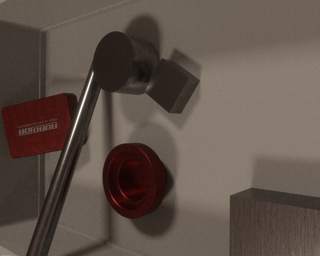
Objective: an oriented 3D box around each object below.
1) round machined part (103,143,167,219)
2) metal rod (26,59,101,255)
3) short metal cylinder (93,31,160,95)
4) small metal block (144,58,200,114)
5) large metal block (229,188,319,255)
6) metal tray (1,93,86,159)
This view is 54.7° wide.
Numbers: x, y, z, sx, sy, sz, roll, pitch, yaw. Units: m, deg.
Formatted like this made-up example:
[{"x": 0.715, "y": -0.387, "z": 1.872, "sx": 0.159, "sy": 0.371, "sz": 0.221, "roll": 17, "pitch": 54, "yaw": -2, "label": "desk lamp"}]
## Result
[{"x": -0.029, "y": 0.069, "z": 0.418, "sx": 0.098, "sy": 0.042, "sz": 0.097, "roll": 0, "pitch": 90, "yaw": 39, "label": "round machined part"}, {"x": -0.125, "y": 0.034, "z": 0.433, "sx": 0.025, "sy": 0.025, "sz": 0.299, "roll": -3, "pitch": 65, "yaw": 39, "label": "metal rod"}, {"x": -0.047, "y": -0.087, "z": 0.427, "sx": 0.080, "sy": 0.050, "sz": 0.079, "roll": 0, "pitch": 90, "yaw": 39, "label": "short metal cylinder"}, {"x": 0.015, "y": -0.053, "z": 0.393, "sx": 0.050, "sy": 0.025, "sz": 0.050, "roll": 43, "pitch": 116, "yaw": 31, "label": "small metal block"}, {"x": 0.115, "y": 0.106, "z": 0.295, "sx": 0.080, "sy": 0.050, "sz": 0.079, "roll": 1, "pitch": 91, "yaw": 39, "label": "large metal block"}, {"x": -0.198, "y": -0.003, "z": 0.525, "sx": 0.130, "sy": 0.030, "sz": 0.089, "roll": -11, "pitch": 92, "yaw": 16, "label": "metal tray"}]
